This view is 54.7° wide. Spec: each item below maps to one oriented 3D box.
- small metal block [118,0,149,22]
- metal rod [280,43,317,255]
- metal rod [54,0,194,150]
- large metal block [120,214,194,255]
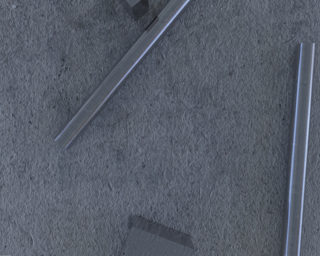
[{"bbox_3d":[-0.040,-0.172,0.397,0.025,0.050,0.050,-39,91,0],"label":"small metal block"},{"bbox_3d":[0.183,0.038,0.412,0.025,0.025,0.298,4,90,-1],"label":"metal rod"},{"bbox_3d":[-0.034,-0.095,0.409,0.025,0.025,0.300,40,90,-1],"label":"metal rod"},{"bbox_3d":[-0.011,0.169,0.398,0.080,0.050,0.080,21,90,-1],"label":"large metal block"}]
